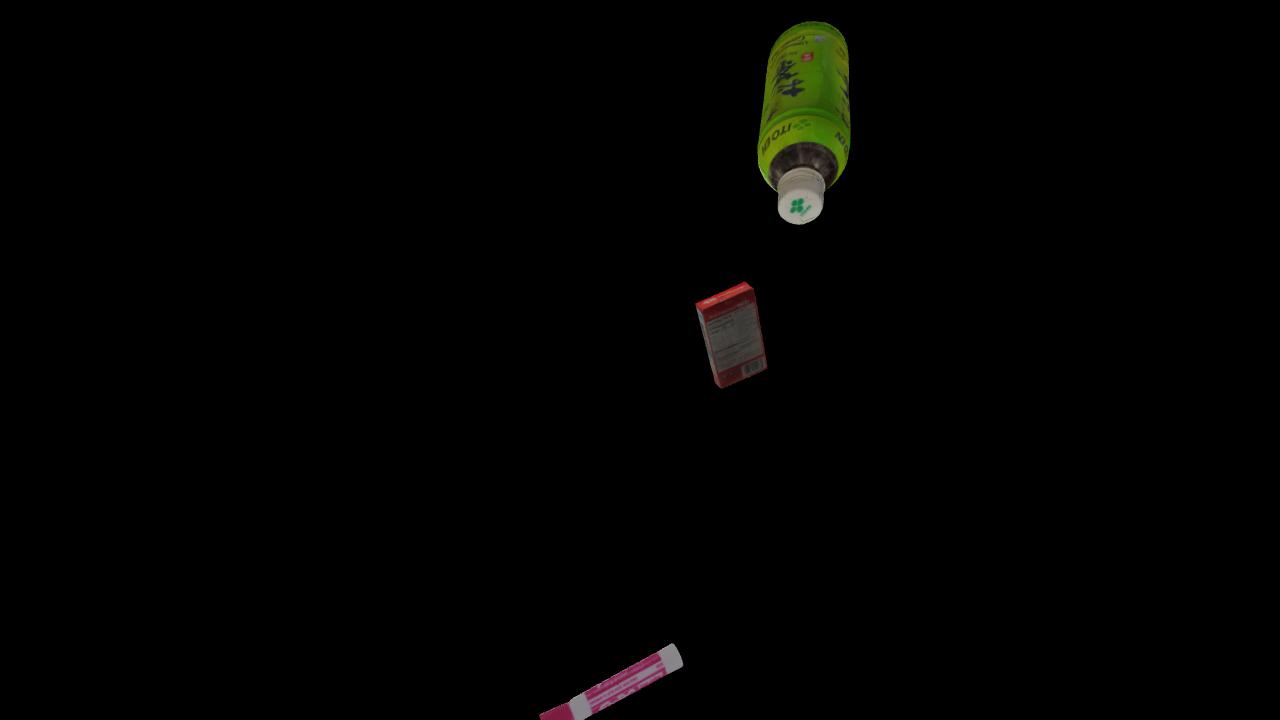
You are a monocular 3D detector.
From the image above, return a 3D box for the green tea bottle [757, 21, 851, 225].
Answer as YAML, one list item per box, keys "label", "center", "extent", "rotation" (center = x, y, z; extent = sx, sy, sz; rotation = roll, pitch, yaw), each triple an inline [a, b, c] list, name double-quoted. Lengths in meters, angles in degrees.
- label: "green tea bottle"
  center: [0.130, -0.187, 0.488]
  extent: [0.073, 0.212, 0.073]
  rotation: [8, -35, 6]

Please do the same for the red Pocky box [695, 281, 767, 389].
- label: "red Pocky box"
  center: [0.136, -0.034, 0.902]
  extent: [0.083, 0.155, 0.028]
  rotation: [-23, 39, -5]

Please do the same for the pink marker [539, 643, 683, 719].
- label: "pink marker"
  center: [-0.023, 0.258, 0.478]
  extent: [0.121, 0.020, 0.020]
  rotation: [-21, 6, -17]
